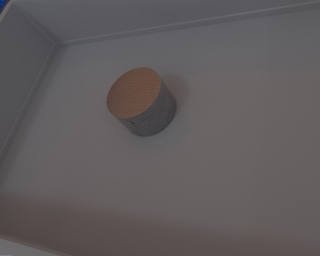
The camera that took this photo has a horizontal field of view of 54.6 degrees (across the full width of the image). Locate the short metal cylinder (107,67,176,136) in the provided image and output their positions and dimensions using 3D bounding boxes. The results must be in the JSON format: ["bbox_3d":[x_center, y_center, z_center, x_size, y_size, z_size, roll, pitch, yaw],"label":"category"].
[{"bbox_3d":[-0.025,-0.035,0.423,0.080,0.050,0.080,-13,56,21],"label":"short metal cylinder"}]
